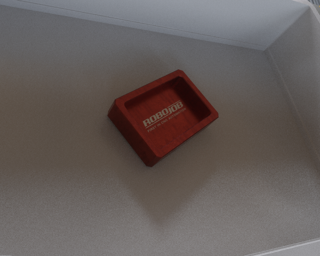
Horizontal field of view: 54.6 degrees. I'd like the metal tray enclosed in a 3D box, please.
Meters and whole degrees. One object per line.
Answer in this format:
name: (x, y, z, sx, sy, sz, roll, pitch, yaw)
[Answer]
metal tray: (0.008, -0.018, 0.413, 0.131, 0.030, 0.090, -32, 80, -38)
